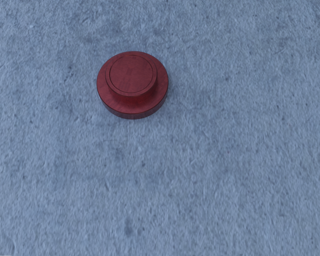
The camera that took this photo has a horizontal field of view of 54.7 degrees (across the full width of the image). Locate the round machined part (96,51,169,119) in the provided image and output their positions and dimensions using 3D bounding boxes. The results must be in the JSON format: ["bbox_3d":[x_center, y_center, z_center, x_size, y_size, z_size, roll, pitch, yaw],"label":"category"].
[{"bbox_3d":[-0.038,-0.064,0.422,0.099,0.042,0.098,0,70,-1],"label":"round machined part"}]
